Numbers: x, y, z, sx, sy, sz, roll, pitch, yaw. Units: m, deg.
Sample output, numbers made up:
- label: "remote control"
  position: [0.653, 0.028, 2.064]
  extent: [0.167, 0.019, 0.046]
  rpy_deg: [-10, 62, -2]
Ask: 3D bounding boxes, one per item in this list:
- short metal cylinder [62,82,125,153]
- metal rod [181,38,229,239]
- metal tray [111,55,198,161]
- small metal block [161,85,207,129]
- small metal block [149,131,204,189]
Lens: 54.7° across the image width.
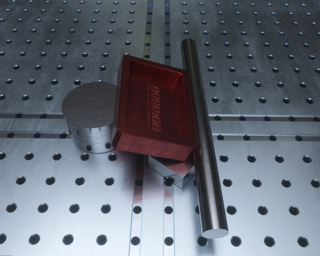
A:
- label: "short metal cylinder"
  position: [-0.080, -0.014, 0.401]
  extent: [0.081, 0.050, 0.080]
  rpy_deg: [0, 50, 0]
- label: "metal rod"
  position: [0.048, -0.015, 0.388]
  extent: [0.025, 0.025, 0.300]
  rpy_deg: [-1, 50, -1]
- label: "metal tray"
  position: [-0.007, -0.028, 0.376]
  extent: [0.091, 0.030, 0.130]
  rpy_deg: [12, 48, -16]
- label: "small metal block"
  position: [0.032, -0.030, 0.434]
  extent: [0.050, 0.025, 0.050]
  rpy_deg: [-12, 51, -10]
- label: "small metal block"
  position: [0.022, 0.037, 0.376]
  extent: [0.050, 0.025, 0.050]
  rpy_deg: [32, 57, 23]
